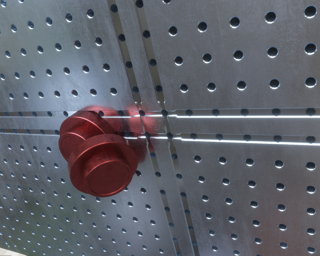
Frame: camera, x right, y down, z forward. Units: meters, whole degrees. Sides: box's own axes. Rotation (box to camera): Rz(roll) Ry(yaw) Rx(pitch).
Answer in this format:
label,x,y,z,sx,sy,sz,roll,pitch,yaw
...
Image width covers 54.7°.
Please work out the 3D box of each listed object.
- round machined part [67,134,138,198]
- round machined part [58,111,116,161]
label,x,y,z,sx,sy,sz,roll,pitch,yaw
round machined part,-0.077,0.060,0.439,0.042,0.099,0.097,-125,34,-48
round machined part,-0.115,0.027,0.475,0.098,0.042,0.097,13,124,20
